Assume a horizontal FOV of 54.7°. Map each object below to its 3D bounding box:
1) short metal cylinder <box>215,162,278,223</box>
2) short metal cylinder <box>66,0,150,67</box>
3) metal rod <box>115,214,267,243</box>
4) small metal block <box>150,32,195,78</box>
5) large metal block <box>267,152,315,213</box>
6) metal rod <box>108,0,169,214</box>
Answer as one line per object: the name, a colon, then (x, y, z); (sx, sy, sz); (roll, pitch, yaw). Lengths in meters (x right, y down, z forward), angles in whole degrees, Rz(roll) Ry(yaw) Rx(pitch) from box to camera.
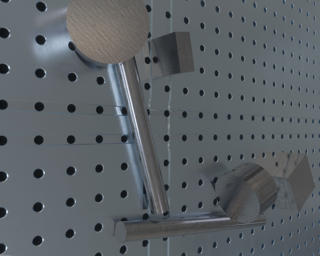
short metal cylinder: (0.134, 0.100, 0.486); (0.050, 0.080, 0.080); (-22, 104, -38)
short metal cylinder: (-0.056, -0.106, 0.326); (0.081, 0.050, 0.079); (-2, 98, -15)
metal rod: (0.067, 0.145, 0.465); (0.302, 0.025, 0.025); (10, 84, -40)
small metal block: (0.015, -0.095, 0.405); (0.025, 0.050, 0.050); (-14, 99, -39)
large metal block: (0.254, 0.103, 0.606); (0.080, 0.050, 0.080); (-37, 113, -34)
metal rod: (-0.032, -0.035, 0.382); (0.025, 0.025, 0.298); (-21, 103, -38)
